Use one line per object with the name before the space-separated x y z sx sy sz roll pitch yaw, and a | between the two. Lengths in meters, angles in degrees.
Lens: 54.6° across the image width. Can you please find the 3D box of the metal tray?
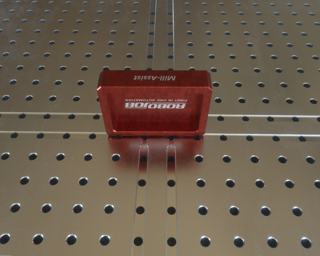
metal tray | -0.006 -0.029 0.389 0.131 0.090 0.030 0 50 0
